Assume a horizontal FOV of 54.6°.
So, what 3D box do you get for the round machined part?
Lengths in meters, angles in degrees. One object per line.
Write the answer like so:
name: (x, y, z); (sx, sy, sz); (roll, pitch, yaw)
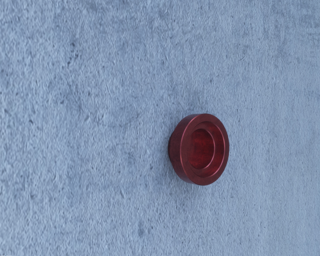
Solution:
round machined part: (0.050, 0.029, 0.434); (0.099, 0.042, 0.097); (0, 90, -40)
